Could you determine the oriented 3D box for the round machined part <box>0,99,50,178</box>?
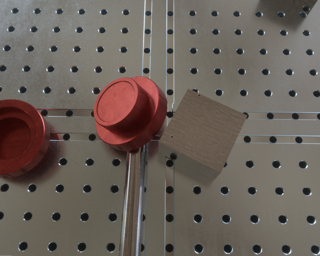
[{"bbox_3d":[-0.190,0.016,0.395,0.099,0.042,0.098,0,70,0],"label":"round machined part"}]

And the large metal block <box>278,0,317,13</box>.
[{"bbox_3d":[0.222,-0.242,0.488,0.080,0.050,0.080,28,72,9],"label":"large metal block"}]

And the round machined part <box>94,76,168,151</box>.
[{"bbox_3d":[-0.043,-0.024,0.387,0.098,0.042,0.098,-16,57,26],"label":"round machined part"}]

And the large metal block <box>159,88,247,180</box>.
[{"bbox_3d":[0.053,0.009,0.395,0.080,0.050,0.080,26,72,9],"label":"large metal block"}]

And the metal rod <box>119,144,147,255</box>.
[{"bbox_3d":[-0.034,0.125,0.365,0.025,0.025,0.299,2,70,1],"label":"metal rod"}]
